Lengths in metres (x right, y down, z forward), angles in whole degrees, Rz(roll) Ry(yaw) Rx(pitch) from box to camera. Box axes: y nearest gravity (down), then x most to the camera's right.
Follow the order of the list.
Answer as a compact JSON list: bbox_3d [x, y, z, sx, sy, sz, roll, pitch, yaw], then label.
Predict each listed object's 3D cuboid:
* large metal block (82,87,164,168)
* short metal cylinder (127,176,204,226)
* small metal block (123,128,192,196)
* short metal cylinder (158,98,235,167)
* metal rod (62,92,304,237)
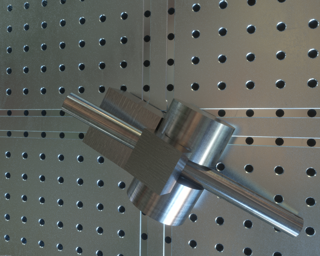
[{"bbox_3d":[-0.041,0.003,0.408,0.080,0.050,0.080,31,100,17],"label":"large metal block"},{"bbox_3d":[0.007,0.073,0.377,0.080,0.080,0.050,32,100,17],"label":"short metal cylinder"},{"bbox_3d":[-0.003,0.034,0.326,0.050,0.025,0.050,32,101,25],"label":"small metal block"},{"bbox_3d":[0.041,0.004,0.366,0.080,0.080,0.050,29,100,17],"label":"short metal cylinder"},{"bbox_3d":[0.024,0.041,0.358,0.301,0.025,0.025,29,100,2],"label":"metal rod"}]
